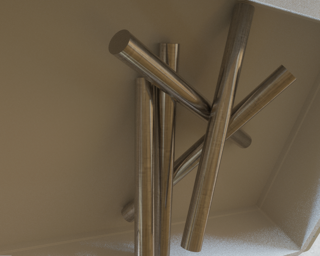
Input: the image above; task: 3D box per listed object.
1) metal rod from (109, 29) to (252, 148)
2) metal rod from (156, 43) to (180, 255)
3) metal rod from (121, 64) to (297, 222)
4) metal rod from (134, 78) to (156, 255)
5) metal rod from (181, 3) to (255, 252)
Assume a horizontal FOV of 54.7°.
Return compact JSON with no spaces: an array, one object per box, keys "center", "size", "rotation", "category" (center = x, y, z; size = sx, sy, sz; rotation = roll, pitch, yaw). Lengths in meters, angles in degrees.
[{"center":[0.050,-0.027,0.385],"size":[0.025,0.025,0.301],"rotation":[-51,140,8],"category":"metal rod"},{"center":[0.006,0.045,0.400],"size":[0.025,0.025,0.298],"rotation":[-7,109,-26],"category":"metal rod"},{"center":[0.051,0.033,0.414],"size":[0.025,0.025,0.299],"rotation":[28,116,-38],"category":"metal rod"},{"center":[-0.018,0.090,0.374],"size":[0.025,0.025,0.298],"rotation":[-1,93,-28],"category":"metal rod"},{"center":[0.070,-0.002,0.375],"size":[0.025,0.025,0.298],"rotation":[14,88,-34],"category":"metal rod"}]
